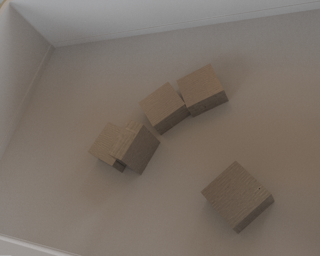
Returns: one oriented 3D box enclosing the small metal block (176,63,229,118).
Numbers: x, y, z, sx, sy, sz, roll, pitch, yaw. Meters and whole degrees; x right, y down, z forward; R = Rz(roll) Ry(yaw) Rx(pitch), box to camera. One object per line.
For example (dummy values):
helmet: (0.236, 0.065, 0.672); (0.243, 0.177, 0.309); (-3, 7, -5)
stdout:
small metal block: (0.055, -0.049, 0.406); (0.050, 0.025, 0.050); (-26, 53, 12)

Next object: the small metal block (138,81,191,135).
small metal block: (0.006, -0.027, 0.418); (0.050, 0.025, 0.050); (-35, 51, 4)

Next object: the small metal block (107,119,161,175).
small metal block: (-0.032, 0.025, 0.390); (0.025, 0.050, 0.050); (21, 73, 35)

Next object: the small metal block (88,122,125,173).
small metal block: (-0.061, 0.025, 0.421); (0.050, 0.025, 0.050); (23, 74, 36)

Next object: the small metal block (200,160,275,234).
small metal block: (0.080, 0.071, 0.320); (0.050, 0.025, 0.050); (-42, 51, -1)
